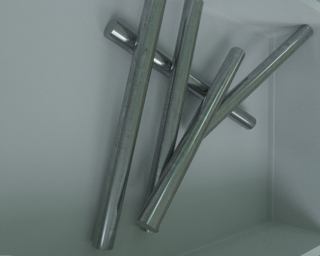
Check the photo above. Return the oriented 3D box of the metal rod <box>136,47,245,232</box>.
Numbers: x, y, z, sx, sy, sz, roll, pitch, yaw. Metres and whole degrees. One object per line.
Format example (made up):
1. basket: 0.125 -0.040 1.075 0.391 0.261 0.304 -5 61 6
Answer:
1. metal rod: 0.053 -0.004 0.412 0.025 0.025 0.301 49 56 -29

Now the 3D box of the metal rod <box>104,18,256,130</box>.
1. metal rod: 0.050 -0.063 0.450 0.301 0.025 0.025 27 73 -37

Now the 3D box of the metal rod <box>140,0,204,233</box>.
1. metal rod: 0.015 -0.016 0.397 0.025 0.025 0.298 11 90 -40

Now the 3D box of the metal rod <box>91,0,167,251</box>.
1. metal rod: -0.035 -0.011 0.358 0.025 0.025 0.298 13 88 -40

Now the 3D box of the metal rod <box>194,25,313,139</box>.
1. metal rod: 0.151 -0.078 0.487 0.301 0.025 0.025 -41 116 -22
